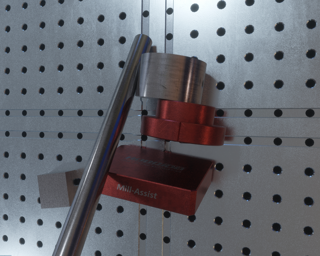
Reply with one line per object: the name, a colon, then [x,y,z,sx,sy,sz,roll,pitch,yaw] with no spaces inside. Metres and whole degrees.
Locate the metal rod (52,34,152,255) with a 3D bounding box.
metal rod: [-0.058,0.009,0.353,0.025,0.025,0.300,5,60,19]

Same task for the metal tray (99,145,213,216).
metal tray: [-0.009,0.058,0.378,0.130,0.090,0.030,9,107,19]

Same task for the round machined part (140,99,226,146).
round machined part: [0.028,-0.009,0.363,0.098,0.098,0.042,9,94,19]

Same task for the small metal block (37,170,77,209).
small metal block: [-0.152,0.092,0.465,0.050,0.025,0.050,-9,87,19]

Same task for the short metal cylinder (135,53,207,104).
short metal cylinder: [0.013,-0.058,0.378,0.080,0.080,0.050,9,93,19]
